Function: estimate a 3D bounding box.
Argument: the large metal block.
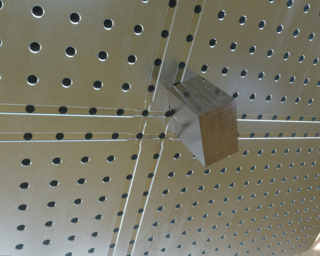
[{"bbox_3d":[0.055,-0.011,0.401,0.050,0.080,0.080,-24,127,-14],"label":"large metal block"}]
